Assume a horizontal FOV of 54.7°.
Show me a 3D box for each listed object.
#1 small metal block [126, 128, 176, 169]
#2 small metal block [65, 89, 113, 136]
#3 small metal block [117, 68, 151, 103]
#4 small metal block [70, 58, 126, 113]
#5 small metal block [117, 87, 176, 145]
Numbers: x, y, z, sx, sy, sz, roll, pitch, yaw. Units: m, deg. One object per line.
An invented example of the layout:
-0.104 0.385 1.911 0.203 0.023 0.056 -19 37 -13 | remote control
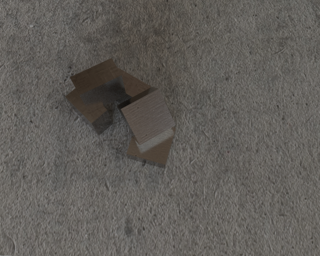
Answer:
-0.011 0.020 0.402 0.050 0.025 0.050 15 71 5 | small metal block
-0.091 -0.022 0.403 0.025 0.050 0.050 -43 76 -14 | small metal block
-0.039 -0.047 0.413 0.050 0.050 0.025 31 73 10 | small metal block
-0.070 -0.048 0.360 0.050 0.050 0.025 -28 73 -10 | small metal block
-0.017 -0.015 0.375 0.050 0.025 0.050 -30 110 -11 | small metal block
